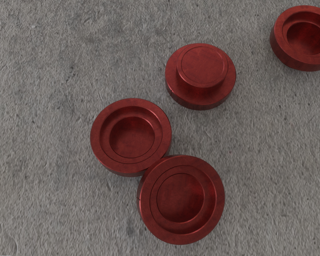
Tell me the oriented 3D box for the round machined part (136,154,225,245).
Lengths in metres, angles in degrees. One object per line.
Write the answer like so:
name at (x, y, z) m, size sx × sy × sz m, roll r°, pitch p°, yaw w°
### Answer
round machined part at (0.021, 0.079, 0.358) m, size 0.099 × 0.042 × 0.097 m, roll 0°, pitch 88°, yaw -15°

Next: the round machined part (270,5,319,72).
round machined part at (0.207, -0.123, 0.445) m, size 0.099 × 0.042 × 0.098 m, roll 0°, pitch 70°, yaw 0°

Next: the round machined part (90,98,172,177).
round machined part at (-0.034, 0.015, 0.391) m, size 0.099 × 0.042 × 0.098 m, roll -1°, pitch 66°, yaw 2°

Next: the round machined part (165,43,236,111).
round machined part at (0.056, -0.077, 0.427) m, size 0.099 × 0.042 × 0.098 m, roll 0°, pitch 70°, yaw 0°
